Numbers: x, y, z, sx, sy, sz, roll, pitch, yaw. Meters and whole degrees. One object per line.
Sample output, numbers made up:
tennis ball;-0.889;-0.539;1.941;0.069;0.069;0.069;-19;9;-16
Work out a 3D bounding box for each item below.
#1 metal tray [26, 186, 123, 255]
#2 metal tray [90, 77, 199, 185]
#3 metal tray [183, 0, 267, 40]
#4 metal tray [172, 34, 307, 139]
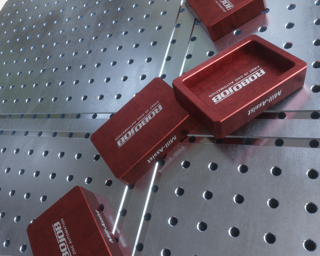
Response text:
metal tray;-0.102;0.146;0.370;0.090;0.030;0.130;-40;51;1
metal tray;-0.021;0.001;0.416;0.130;0.030;0.090;-42;51;-1
metal tray;0.092;-0.204;0.482;0.090;0.030;0.130;-30;52;9
metal tray;0.092;-0.054;0.369;0.131;0.030;0.090;-32;50;-12
